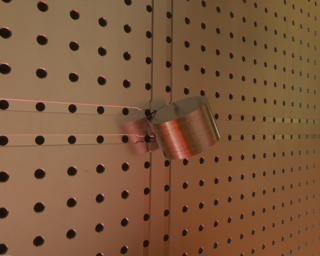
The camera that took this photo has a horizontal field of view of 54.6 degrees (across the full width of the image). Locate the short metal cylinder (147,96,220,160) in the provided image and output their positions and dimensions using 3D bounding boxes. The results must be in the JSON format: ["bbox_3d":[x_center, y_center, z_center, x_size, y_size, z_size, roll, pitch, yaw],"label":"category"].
[{"bbox_3d":[0.031,-0.002,0.397,0.080,0.080,0.050,-35,111,-34],"label":"short metal cylinder"}]
